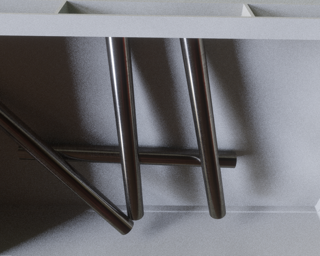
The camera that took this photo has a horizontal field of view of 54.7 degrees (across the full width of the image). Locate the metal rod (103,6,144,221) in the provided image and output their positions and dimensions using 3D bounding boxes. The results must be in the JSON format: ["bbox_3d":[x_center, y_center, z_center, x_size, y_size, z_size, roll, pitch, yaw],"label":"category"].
[{"bbox_3d":[-0.041,0.006,0.388,0.025,0.025,0.298,-1,123,1],"label":"metal rod"}]

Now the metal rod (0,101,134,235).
[{"bbox_3d":[-0.141,0.046,0.413,0.025,0.025,0.300,-31,114,24],"label":"metal rod"}]

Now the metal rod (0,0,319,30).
[{"bbox_3d":[0.003,-0.105,0.288,0.302,0.025,0.025,0,130,-2],"label":"metal rod"}]

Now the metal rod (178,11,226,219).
[{"bbox_3d":[0.058,0.006,0.391,0.025,0.025,0.298,-9,123,7],"label":"metal rod"}]

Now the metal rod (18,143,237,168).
[{"bbox_3d":[-0.043,0.039,0.441,0.302,0.025,0.025,3,130,-3],"label":"metal rod"}]
